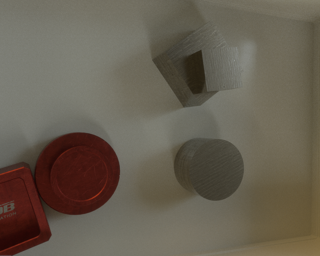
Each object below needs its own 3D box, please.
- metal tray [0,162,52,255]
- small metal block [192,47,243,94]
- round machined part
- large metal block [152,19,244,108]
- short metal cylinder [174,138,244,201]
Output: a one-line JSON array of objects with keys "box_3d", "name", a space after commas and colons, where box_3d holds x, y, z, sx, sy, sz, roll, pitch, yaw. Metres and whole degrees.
[{"box_3d": [-0.194, 0.099, 0.327, 0.131, 0.030, 0.089, -18, 103, -23], "name": "metal tray"}, {"box_3d": [0.071, -0.071, 0.385, 0.050, 0.025, 0.050, -9, 93, -20], "name": "small metal block"}, {"box_3d": [-0.094, 0.054, 0.365, 0.099, 0.042, 0.097, 0, 89, -23], "name": "round machined part"}, {"box_3d": [0.051, -0.084, 0.417, 0.080, 0.050, 0.080, -38, 103, -16], "name": "large metal block"}, {"box_3d": [0.066, 0.054, 0.423, 0.081, 0.050, 0.079, 0, 90, -21], "name": "short metal cylinder"}]
